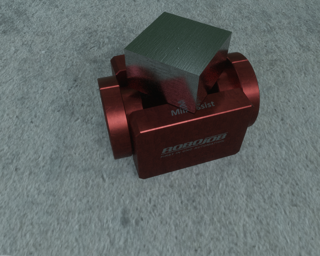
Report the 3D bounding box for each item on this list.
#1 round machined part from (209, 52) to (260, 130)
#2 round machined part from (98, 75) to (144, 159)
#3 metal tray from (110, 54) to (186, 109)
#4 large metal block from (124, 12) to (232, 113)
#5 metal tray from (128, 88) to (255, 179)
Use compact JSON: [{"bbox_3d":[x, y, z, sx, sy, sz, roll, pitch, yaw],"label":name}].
[{"bbox_3d":[0.083,-0.045,0.395,0.042,0.097,0.098,-12,51,-10],"label":"round machined part"},{"bbox_3d":[-0.043,-0.015,0.368,0.042,0.097,0.098,-12,51,-10],"label":"round machined part"},{"bbox_3d":[0.005,-0.063,0.417,0.131,0.089,0.030,-14,52,-12],"label":"metal tray"},{"bbox_3d":[0.020,-0.072,0.330,0.080,0.050,0.080,24,54,18],"label":"large metal block"},{"bbox_3d":[0.034,0.008,0.354,0.131,0.089,0.030,-14,52,-12],"label":"metal tray"}]
